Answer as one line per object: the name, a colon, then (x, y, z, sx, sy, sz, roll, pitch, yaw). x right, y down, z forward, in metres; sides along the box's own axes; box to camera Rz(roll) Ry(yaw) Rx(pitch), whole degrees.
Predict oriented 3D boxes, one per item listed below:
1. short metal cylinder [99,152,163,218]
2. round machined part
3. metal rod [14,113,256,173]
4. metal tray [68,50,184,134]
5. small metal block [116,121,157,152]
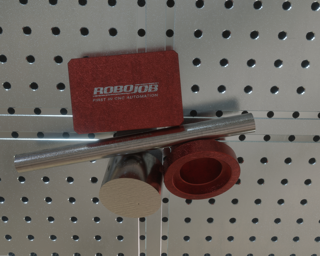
short metal cylinder: (-0.036, 0.076, 0.415, 0.080, 0.050, 0.079, 3, 129, 4)
round machined part: (0.053, 0.049, 0.411, 0.099, 0.042, 0.097, -3, 132, -3)
metal rod: (-0.033, 0.020, 0.393, 0.302, 0.025, 0.025, -10, 110, 3)
metal tray: (-0.040, -0.043, 0.380, 0.131, 0.030, 0.089, -5, 92, 0)
small metal block: (-0.036, 0.015, 0.427, 0.050, 0.025, 0.050, 17, 109, -7)
